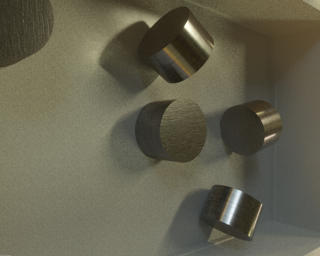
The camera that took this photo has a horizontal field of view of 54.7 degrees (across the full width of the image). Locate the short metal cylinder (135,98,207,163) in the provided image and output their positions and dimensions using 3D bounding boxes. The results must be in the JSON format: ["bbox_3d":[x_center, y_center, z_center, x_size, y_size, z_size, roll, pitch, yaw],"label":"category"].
[{"bbox_3d":[0.015,0.003,0.403,0.081,0.050,0.080,0,90,-40],"label":"short metal cylinder"}]

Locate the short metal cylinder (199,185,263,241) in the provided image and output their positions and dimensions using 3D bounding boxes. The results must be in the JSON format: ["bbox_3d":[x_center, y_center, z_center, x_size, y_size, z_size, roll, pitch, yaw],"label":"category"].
[{"bbox_3d":[0.105,0.126,0.459,0.080,0.080,0.050,42,65,-32],"label":"short metal cylinder"}]

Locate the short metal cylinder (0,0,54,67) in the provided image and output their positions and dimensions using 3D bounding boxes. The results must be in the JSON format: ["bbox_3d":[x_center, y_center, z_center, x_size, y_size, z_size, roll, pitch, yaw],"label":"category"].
[{"bbox_3d":[-0.142,-0.097,0.271,0.081,0.050,0.080,0,90,-40],"label":"short metal cylinder"}]

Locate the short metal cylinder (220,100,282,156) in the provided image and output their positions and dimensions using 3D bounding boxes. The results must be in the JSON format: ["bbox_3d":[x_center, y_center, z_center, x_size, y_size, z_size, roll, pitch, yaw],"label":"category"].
[{"bbox_3d":[0.143,-0.001,0.491,0.050,0.080,0.079,-17,101,-39],"label":"short metal cylinder"}]

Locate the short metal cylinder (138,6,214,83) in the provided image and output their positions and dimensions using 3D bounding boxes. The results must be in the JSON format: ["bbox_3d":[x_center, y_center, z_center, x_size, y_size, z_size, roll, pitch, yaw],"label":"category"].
[{"bbox_3d":[0.019,-0.103,0.387,0.050,0.080,0.080,40,66,-33],"label":"short metal cylinder"}]
